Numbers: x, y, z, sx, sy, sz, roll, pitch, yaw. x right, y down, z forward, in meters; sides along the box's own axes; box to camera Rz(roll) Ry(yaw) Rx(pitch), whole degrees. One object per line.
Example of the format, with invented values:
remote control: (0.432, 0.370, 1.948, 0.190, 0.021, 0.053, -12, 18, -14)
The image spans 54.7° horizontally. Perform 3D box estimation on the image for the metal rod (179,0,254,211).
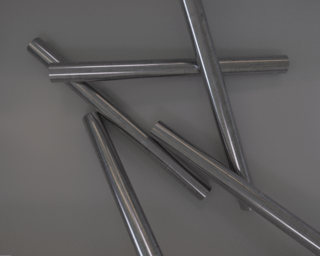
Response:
metal rod: (0.073, -0.035, 0.384, 0.025, 0.025, 0.298, -18, 101, 0)

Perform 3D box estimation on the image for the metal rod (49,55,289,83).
metal rod: (0.016, -0.076, 0.397, 0.302, 0.025, 0.025, -3, 90, -6)

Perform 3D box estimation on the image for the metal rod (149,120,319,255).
metal rod: (0.115, 0.086, 0.379, 0.300, 0.025, 0.025, 35, 90, 7)

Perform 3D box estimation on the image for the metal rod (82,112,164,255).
metal rod: (-0.027, 0.101, 0.340, 0.025, 0.025, 0.299, -29, 61, 0)

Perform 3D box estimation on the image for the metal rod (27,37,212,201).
metal rod: (-0.053, -0.012, 0.410, 0.300, 0.025, 0.025, 41, 90, 0)
